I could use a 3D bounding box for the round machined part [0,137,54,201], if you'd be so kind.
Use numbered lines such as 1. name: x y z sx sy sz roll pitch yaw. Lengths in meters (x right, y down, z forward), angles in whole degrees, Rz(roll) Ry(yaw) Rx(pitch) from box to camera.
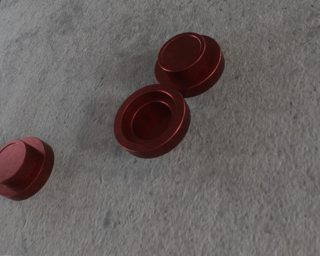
1. round machined part: -0.214 0.056 0.468 0.098 0.042 0.098 -13 56 20

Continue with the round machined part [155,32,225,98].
1. round machined part: 0.036 -0.093 0.430 0.098 0.042 0.098 -13 56 20

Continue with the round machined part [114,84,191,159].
1. round machined part: -0.007 -0.005 0.398 0.098 0.042 0.098 -13 56 20
